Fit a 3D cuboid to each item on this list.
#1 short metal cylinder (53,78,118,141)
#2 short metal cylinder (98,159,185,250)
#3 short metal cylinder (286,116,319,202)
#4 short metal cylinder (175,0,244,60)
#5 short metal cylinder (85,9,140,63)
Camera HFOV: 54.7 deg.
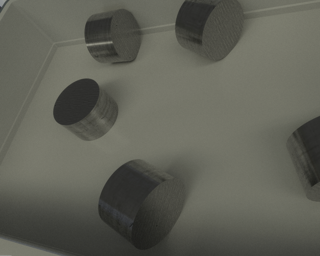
[{"bbox_3d":[-0.111,-0.027,0.465,0.080,0.050,0.080,-13,56,21],"label":"short metal cylinder"},{"bbox_3d":[-0.018,0.080,0.331,0.050,0.080,0.080,24,75,36],"label":"short metal cylinder"},{"bbox_3d":[0.160,0.026,0.271,0.080,0.080,0.050,-20,54,17],"label":"short metal cylinder"},{"bbox_3d":[0.067,-0.138,0.420,0.080,0.080,0.050,-49,51,-6],"label":"short metal cylinder"},{"bbox_3d":[-0.075,-0.147,0.500,0.050,0.080,0.080,2,63,29],"label":"short metal cylinder"}]
